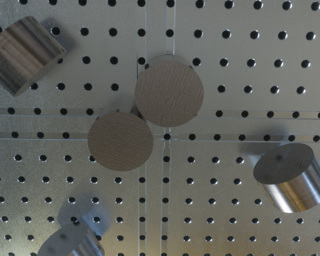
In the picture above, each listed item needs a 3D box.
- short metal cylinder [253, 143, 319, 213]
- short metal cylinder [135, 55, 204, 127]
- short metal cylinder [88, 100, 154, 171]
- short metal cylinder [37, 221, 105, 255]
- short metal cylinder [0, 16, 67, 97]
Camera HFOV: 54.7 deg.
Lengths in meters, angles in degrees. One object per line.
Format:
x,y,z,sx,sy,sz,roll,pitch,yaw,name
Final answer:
0.173,0.065,0.410,0.080,0.080,0.050,-32,107,11,short metal cylinder
0.010,-0.047,0.383,0.081,0.050,0.079,0,111,-1,short metal cylinder
-0.048,0.009,0.403,0.081,0.050,0.079,0,110,-1,short metal cylinder
-0.128,0.183,0.450,0.080,0.080,0.050,-23,109,8,short metal cylinder
-0.154,-0.080,0.352,0.080,0.080,0.050,-39,106,13,short metal cylinder
